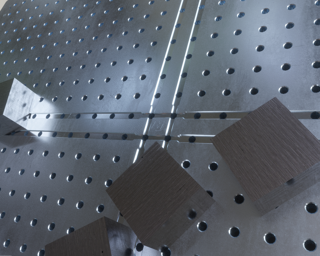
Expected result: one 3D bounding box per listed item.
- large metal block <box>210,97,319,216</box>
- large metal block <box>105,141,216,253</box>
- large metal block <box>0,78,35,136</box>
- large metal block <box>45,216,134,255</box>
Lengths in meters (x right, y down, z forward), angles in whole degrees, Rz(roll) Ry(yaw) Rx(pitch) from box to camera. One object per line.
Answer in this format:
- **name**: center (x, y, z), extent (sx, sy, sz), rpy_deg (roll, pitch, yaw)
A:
- **large metal block**: center (0.111, 0.029, 0.317), extent (0.080, 0.050, 0.080), rpy_deg (-34, 51, 6)
- **large metal block**: center (0.000, 0.076, 0.347), extent (0.080, 0.050, 0.080), rpy_deg (-44, 51, -3)
- **large metal block**: center (-0.286, -0.035, 0.566), extent (0.080, 0.050, 0.080), rpy_deg (-14, 56, 20)
- **large metal block**: center (-0.073, 0.155, 0.336), extent (0.080, 0.050, 0.080), rpy_deg (-28, 52, 10)
